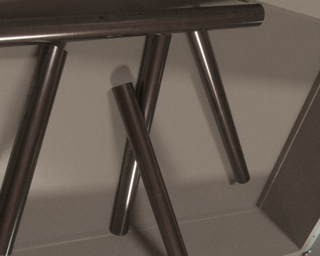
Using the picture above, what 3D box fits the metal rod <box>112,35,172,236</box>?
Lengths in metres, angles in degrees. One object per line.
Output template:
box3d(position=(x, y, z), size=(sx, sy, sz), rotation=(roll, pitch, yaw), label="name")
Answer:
box3d(position=(-0.030, 0.025, 0.408), size=(0.025, 0.025, 0.298), rotation=(-2, 119, -28), label="metal rod")

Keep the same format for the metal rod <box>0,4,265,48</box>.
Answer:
box3d(position=(-0.029, -0.105, 0.312), size=(0.302, 0.025, 0.025), rotation=(-10, 123, -17), label="metal rod")

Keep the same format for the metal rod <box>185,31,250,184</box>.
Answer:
box3d(position=(0.093, -0.015, 0.451), size=(0.025, 0.025, 0.299), rotation=(-33, 129, -7), label="metal rod")

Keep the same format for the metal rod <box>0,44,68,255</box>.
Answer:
box3d(position=(-0.142, 0.065, 0.300), size=(0.025, 0.025, 0.298), rotation=(17, 87, -35), label="metal rod")

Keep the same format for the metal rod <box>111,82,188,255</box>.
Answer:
box3d(position=(0.000, 0.090, 0.387), size=(0.025, 0.025, 0.298), rotation=(-21, 102, -17), label="metal rod")
